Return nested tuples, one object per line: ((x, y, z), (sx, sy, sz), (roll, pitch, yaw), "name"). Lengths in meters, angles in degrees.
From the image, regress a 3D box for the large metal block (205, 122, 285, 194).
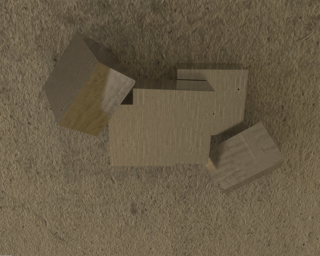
((0.105, 0.042, 0.392), (0.080, 0.080, 0.050), (-29, 70, 10), "large metal block")

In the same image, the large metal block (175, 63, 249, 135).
((0.059, -0.037, 0.385), (0.081, 0.050, 0.079), (0, 110, -1), "large metal block")

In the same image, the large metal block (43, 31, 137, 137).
((-0.084, -0.050, 0.355), (0.050, 0.080, 0.080), (22, 112, -43), "large metal block")

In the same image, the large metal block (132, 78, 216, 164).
((0.012, -0.008, 0.339), (0.081, 0.050, 0.079), (2, 110, -1), "large metal block")

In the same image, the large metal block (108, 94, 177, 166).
((-0.021, 0.002, 0.396), (0.081, 0.050, 0.079), (0, 110, -1), "large metal block")
